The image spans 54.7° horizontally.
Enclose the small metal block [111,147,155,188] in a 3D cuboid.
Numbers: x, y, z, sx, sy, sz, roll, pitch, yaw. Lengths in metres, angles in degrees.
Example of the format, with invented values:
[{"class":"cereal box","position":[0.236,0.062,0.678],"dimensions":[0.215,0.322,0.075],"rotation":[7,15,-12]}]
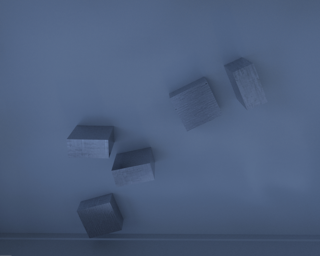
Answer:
[{"class":"small metal block","position":[-0.034,0.052,0.417],"dimensions":[0.050,0.050,0.025],"rotation":[-12,110,4]}]

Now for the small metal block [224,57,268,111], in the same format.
[{"class":"small metal block","position":[0.104,-0.055,0.379],"dimensions":[0.025,0.050,0.050],"rotation":[-24,109,8]}]

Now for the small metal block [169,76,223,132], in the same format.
[{"class":"small metal block","position":[0.046,-0.031,0.401],"dimensions":[0.050,0.025,0.050],"rotation":[-26,108,9]}]

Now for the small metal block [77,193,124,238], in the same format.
[{"class":"small metal block","position":[-0.087,0.130,0.458],"dimensions":[0.050,0.025,0.050],"rotation":[-16,110,5]}]

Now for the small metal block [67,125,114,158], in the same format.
[{"class":"small metal block","position":[-0.088,0.017,0.403],"dimensions":[0.050,0.050,0.025],"rotation":[1,110,-1]}]
